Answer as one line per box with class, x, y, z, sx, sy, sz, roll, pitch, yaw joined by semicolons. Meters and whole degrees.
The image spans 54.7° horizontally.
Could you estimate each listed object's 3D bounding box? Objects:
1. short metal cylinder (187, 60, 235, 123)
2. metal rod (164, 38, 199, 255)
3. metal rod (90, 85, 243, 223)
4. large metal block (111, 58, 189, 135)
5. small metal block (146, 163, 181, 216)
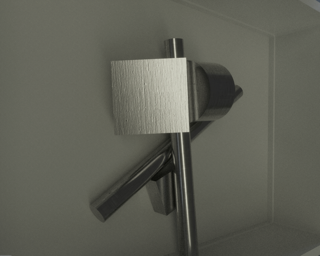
short metal cylinder;0.052;-0.048;0.414;0.050;0.080;0.079;-6;94;-42
metal rod;0.028;0.038;0.397;0.025;0.025;0.298;-6;93;-40
metal rod;0.028;0.018;0.430;0.302;0.025;0.025;-39;114;-33
large metal block;-0.010;-0.035;0.356;0.081;0.050;0.079;-3;92;0
small metal block;0.012;0.081;0.417;0.050;0.025;0.050;-27;107;-37
